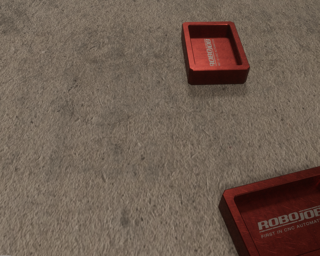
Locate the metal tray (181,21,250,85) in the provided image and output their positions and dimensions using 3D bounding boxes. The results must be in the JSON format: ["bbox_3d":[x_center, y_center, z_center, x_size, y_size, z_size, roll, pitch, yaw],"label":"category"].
[{"bbox_3d":[0.086,-0.126,0.506,0.091,0.030,0.130,-2,50,-2],"label":"metal tray"}]

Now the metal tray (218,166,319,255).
[{"bbox_3d":[0.138,0.096,0.321,0.131,0.030,0.090,-12,51,-10],"label":"metal tray"}]
